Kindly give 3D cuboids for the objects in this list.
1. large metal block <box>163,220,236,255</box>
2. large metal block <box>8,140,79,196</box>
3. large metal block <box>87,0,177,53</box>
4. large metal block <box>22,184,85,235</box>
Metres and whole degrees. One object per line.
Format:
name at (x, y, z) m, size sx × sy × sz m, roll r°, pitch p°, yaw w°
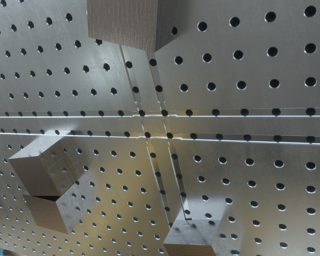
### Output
large metal block at (0.063, 0.190, 0.478) m, size 0.080 × 0.050 × 0.080 m, roll -11°, pitch 113°, yaw 32°
large metal block at (-0.203, 0.072, 0.543) m, size 0.080 × 0.050 × 0.080 m, roll -8°, pitch 115°, yaw 31°
large metal block at (-0.029, -0.133, 0.326) m, size 0.080 × 0.050 × 0.079 m, roll 17°, pitch 125°, yaw 17°
large metal block at (-0.200, 0.147, 0.588) m, size 0.080 × 0.050 × 0.079 m, roll 5°, pitch 121°, yaw 25°
